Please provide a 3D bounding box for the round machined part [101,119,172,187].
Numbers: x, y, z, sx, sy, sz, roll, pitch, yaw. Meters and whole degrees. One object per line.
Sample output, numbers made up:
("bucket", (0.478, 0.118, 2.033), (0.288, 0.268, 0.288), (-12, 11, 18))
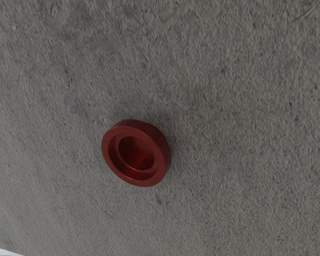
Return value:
("round machined part", (-0.028, 0.030, 0.430), (0.098, 0.042, 0.097), (13, 124, 21))
